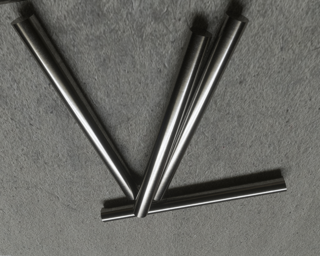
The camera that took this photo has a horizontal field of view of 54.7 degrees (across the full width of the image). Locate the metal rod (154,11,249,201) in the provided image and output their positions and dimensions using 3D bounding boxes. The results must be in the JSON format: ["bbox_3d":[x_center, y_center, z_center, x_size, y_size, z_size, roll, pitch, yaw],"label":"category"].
[{"bbox_3d":[0.036,-0.003,0.404,0.025,0.025,0.298,12,129,-11],"label":"metal rod"}]

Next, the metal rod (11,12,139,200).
[{"bbox_3d":[-0.090,-0.003,0.403,0.025,0.025,0.299,-15,129,12],"label":"metal rod"}]

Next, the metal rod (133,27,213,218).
[{"bbox_3d":[0.006,0.016,0.407,0.025,0.025,0.298,11,126,-9],"label":"metal rod"}]

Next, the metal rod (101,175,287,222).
[{"bbox_3d":[0.048,0.118,0.507,0.301,0.025,0.025,-12,129,10],"label":"metal rod"}]

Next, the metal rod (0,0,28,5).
[{"bbox_3d":[-0.043,-0.144,0.283,0.302,0.025,0.025,-7,130,5],"label":"metal rod"}]
